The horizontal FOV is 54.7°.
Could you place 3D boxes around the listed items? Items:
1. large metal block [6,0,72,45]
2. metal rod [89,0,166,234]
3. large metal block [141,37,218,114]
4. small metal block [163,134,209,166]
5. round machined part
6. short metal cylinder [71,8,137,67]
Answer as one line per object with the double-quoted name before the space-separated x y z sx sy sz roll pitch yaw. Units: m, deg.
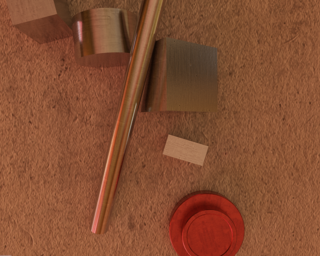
"large metal block" -0.148 -0.158 0.380 0.050 0.080 0.080 -15 90 0
"metal rod" -0.043 -0.006 0.371 0.025 0.025 0.298 15 105 -1
"large metal block" 0.024 -0.059 0.379 0.081 0.050 0.079 -1 90 -37
"small metal block" 0.031 0.027 0.398 0.050 0.050 0.025 17 90 -1
"round machined part" 0.061 0.134 0.402 0.099 0.042 0.097 0 90 -1
"short metal cylinder" -0.065 -0.108 0.382 0.081 0.080 0.050 -5 90 -1
